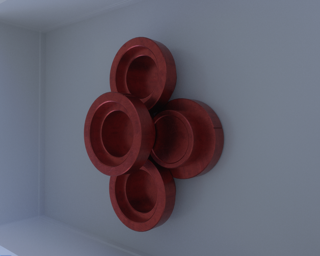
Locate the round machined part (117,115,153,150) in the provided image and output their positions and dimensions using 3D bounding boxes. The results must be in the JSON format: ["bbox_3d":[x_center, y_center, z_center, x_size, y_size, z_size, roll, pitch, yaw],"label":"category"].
[{"bbox_3d":[-0.053,0.009,0.435,0.098,0.042,0.097,0,90,39],"label":"round machined part"}]

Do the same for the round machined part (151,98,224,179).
[{"bbox_3d":[0.023,0.013,0.372,0.098,0.042,0.097,0,90,39],"label":"round machined part"}]

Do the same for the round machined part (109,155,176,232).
[{"bbox_3d":[-0.018,0.081,0.406,0.098,0.042,0.097,0,90,39],"label":"round machined part"}]

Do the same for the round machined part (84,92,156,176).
[{"bbox_3d":[-0.044,0.007,0.373,0.098,0.042,0.097,0,90,39],"label":"round machined part"}]

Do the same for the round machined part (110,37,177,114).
[{"bbox_3d":[-0.017,-0.065,0.405,0.098,0.042,0.097,0,90,39],"label":"round machined part"}]
